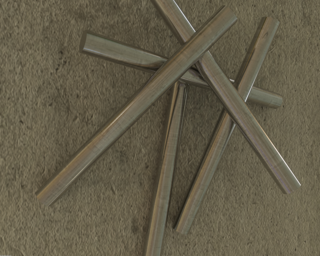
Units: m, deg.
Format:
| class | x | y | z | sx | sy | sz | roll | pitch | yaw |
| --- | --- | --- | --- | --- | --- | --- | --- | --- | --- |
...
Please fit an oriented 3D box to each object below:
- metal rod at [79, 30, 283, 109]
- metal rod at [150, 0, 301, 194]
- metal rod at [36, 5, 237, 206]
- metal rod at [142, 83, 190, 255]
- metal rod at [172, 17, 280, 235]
| class | x | y | z | sx | sy | sz | roll | pitch | yaw |
| --- | --- | --- | --- | --- | --- | --- | --- | --- | --- |
| metal rod | 0.048 | -0.066 | 0.401 | 0.302 | 0.025 | 0.025 | 11 | 86 | -29 |
| metal rod | 0.078 | -0.048 | 0.380 | 0.025 | 0.025 | 0.299 | -36 | 92 | -17 |
| metal rod | -0.028 | -0.024 | 0.355 | 0.300 | 0.025 | 0.025 | -45 | 105 | 2 |
| metal rod | 0.006 | 0.066 | 0.411 | 0.025 | 0.025 | 0.298 | 11 | 86 | -20 |
| metal rod | 0.085 | 0.000 | 0.409 | 0.025 | 0.025 | 0.298 | 21 | 95 | -19 |
